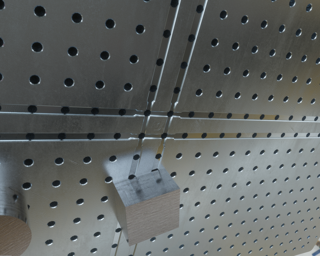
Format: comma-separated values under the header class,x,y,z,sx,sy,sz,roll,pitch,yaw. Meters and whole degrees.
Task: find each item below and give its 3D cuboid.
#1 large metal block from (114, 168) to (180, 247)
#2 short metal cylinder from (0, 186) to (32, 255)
class,x,y,z,sx,sy,sz,roll,pitch,yaw
large metal block,-0.018,0.115,0.456,0.081,0.050,0.079,-14,124,-21
short metal cylinder,-0.195,0.115,0.359,0.081,0.050,0.079,-14,124,-21
